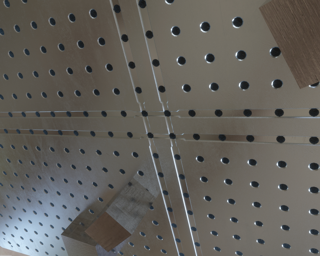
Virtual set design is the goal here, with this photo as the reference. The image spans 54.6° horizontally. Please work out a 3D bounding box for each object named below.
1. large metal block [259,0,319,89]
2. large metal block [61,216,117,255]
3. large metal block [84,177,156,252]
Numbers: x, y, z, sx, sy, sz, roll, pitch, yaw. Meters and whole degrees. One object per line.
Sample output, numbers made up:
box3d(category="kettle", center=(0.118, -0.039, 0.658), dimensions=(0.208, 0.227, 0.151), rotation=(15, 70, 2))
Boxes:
box3d(category="large metal block", center=(0.144, -0.092, 0.263), dimensions=(0.080, 0.050, 0.080), rotation=(-23, 106, 36))
box3d(category="large metal block", center=(-0.138, 0.230, 0.611), dimensions=(0.080, 0.050, 0.080), rotation=(8, 122, 24))
box3d(category="large metal block", center=(-0.063, 0.138, 0.495), dimensions=(0.050, 0.080, 0.080), rotation=(42, 129, -1))
